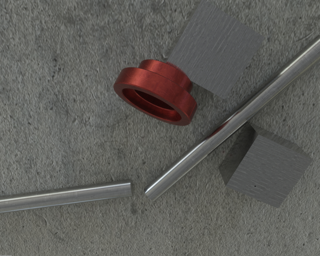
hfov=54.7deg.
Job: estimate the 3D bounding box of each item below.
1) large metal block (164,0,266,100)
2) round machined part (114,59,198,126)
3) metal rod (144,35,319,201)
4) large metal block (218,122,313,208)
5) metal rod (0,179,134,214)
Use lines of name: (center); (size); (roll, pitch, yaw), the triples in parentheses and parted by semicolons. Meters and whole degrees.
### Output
large metal block: (0.059, -0.092, 0.363); (0.080, 0.050, 0.080); (28, 108, -10)
round machined part: (-0.001, -0.044, 0.363); (0.098, 0.098, 0.042); (28, 77, -10)
metal rod: (0.093, -0.004, 0.409); (0.299, 0.025, 0.025); (-43, 105, 14)
large metal block: (0.138, 0.049, 0.417); (0.080, 0.050, 0.080); (24, 108, -9)
metal rod: (-0.189, 0.105, 0.445); (0.302, 0.025, 0.025); (-8, 110, 2)
